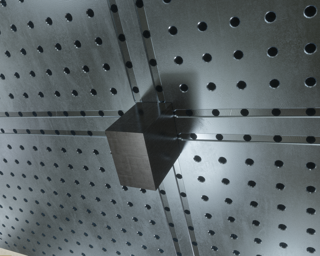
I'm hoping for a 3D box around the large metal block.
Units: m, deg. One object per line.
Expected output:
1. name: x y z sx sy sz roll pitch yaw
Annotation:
1. large metal block: -0.018 0.020 0.395 0.050 0.080 0.079 3 120 26
